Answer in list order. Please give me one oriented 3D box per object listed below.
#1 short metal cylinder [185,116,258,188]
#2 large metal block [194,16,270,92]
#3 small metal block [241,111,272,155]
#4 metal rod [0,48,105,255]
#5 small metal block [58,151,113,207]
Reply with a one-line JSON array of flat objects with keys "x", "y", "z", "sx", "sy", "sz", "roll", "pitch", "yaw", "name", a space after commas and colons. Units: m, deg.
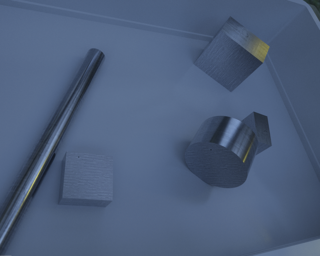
[{"x": 0.079, "y": 0.031, "z": 0.396, "sx": 0.080, "sy": 0.080, "sz": 0.050, "roll": 38, "pitch": 51, "yaw": -3, "name": "short metal cylinder"}, {"x": 0.116, "y": -0.119, "z": 0.508, "sx": 0.080, "sy": 0.080, "sz": 0.050, "roll": 36, "pitch": 51, "yaw": -5, "name": "large metal block"}, {"x": 0.135, "y": 0.012, "z": 0.457, "sx": 0.025, "sy": 0.050, "sz": 0.050, "roll": 17, "pitch": 55, "yaw": -19, "name": "small metal block"}, {"x": -0.119, "y": 0.018, "z": 0.330, "sx": 0.025, "sy": 0.025, "sz": 0.300, "roll": 26, "pitch": 52, "yaw": -13, "name": "metal rod"}, {"x": -0.078, "y": 0.055, "z": 0.331, "sx": 0.050, "sy": 0.025, "sz": 0.050, "roll": 10, "pitch": 58, "yaw": -24, "name": "small metal block"}]
